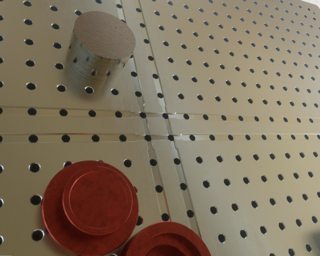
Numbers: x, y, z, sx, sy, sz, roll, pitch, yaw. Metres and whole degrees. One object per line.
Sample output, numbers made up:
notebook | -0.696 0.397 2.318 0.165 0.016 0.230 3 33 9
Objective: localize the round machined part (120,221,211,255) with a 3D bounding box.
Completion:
round machined part | 0.003 0.147 0.309 0.099 0.042 0.098 14 56 -21

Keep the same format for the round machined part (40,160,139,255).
round machined part | -0.067 0.077 0.314 0.099 0.042 0.098 14 56 -21

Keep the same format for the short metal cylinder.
short metal cylinder | -0.079 -0.108 0.415 0.081 0.050 0.080 14 56 -21
